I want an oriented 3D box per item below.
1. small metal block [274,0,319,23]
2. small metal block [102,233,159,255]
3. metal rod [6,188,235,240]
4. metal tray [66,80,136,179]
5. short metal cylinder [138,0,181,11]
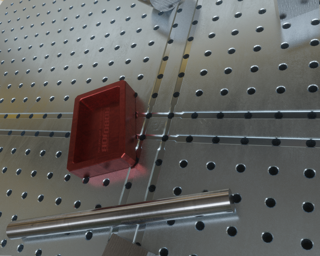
[{"bbox_3d":[0.177,-0.174,0.406,0.050,0.050,0.025,-18,55,18],"label":"small metal block"},{"bbox_3d":[-0.038,0.150,0.335,0.050,0.025,0.050,14,69,33],"label":"small metal block"},{"bbox_3d":[-0.063,0.108,0.373,0.301,0.025,0.025,-13,56,20],"label":"metal rod"},{"bbox_3d":[-0.082,0.000,0.446,0.090,0.030,0.130,-16,55,18],"label":"metal tray"},{"bbox_3d":[-0.002,-0.245,0.523,0.080,0.080,0.050,-47,52,-5],"label":"short metal cylinder"}]
